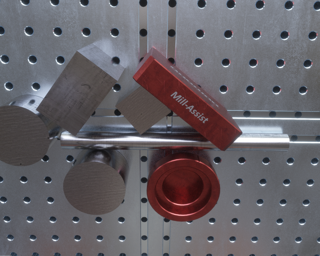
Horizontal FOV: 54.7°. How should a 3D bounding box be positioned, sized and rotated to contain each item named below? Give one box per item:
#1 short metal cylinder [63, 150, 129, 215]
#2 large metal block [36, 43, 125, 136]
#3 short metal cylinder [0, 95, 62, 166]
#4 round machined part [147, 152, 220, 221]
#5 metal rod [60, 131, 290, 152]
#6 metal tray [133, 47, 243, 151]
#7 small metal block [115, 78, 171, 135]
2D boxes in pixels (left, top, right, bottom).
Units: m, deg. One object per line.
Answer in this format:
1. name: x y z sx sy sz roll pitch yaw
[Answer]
1. short metal cylinder: -0.085 0.071 0.425 0.081 0.050 0.079 0 110 0
2. large metal block: -0.089 -0.048 0.366 0.050 0.080 0.080 37 106 -13
3. short metal cylinder: -0.174 0.002 0.399 0.081 0.050 0.079 0 110 0
4. round machined part: 0.031 0.078 0.433 0.099 0.042 0.097 0 110 0
5. metal rod: 0.020 0.018 0.420 0.302 0.025 0.025 1 110 -1
6. metal tray: 0.031 -0.037 0.365 0.130 0.090 0.030 38 106 -13
7. small metal block: -0.021 -0.028 0.403 0.050 0.025 0.050 -37 106 12
